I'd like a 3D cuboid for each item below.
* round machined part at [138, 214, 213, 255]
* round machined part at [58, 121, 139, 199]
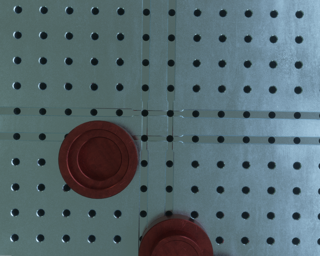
[{"bbox_3d":[0.021,0.167,0.405,0.099,0.042,0.097,0,90,0],"label":"round machined part"},{"bbox_3d":[-0.077,0.039,0.404,0.099,0.042,0.097,0,90,0],"label":"round machined part"}]
